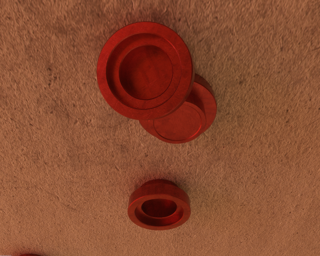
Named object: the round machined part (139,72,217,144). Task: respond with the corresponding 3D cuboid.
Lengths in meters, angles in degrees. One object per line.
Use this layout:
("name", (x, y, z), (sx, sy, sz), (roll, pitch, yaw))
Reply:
("round machined part", (0.021, -0.018, 0.380), (0.099, 0.042, 0.097), (0, 130, 0))

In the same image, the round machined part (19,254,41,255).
("round machined part", (-0.273, 0.299, 0.648), (0.099, 0.042, 0.097), (0, 130, 0))

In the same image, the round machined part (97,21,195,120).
("round machined part", (-0.012, -0.057, 0.326), (0.098, 0.042, 0.097), (1, 93, 12))

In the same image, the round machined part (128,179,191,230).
("round machined part", (-0.001, 0.120, 0.498), (0.099, 0.042, 0.097), (0, 130, 0))
